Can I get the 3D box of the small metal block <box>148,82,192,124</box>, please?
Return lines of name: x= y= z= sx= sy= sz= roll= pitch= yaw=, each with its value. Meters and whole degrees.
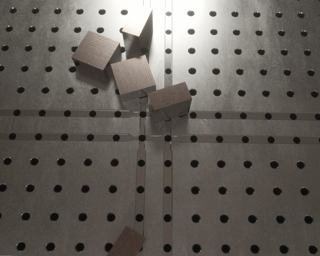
small metal block: x=0.012 y=-0.032 z=0.410 sx=0.050 sy=0.050 sz=0.025 roll=-18 pitch=71 yaw=-7

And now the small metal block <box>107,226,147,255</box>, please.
small metal block: x=-0.039 y=0.139 z=0.347 sx=0.025 sy=0.050 sz=0.050 roll=31 pitch=73 yaw=10

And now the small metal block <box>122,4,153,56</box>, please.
small metal block: x=-0.031 y=-0.141 z=0.450 sx=0.025 sy=0.050 sz=0.050 roll=20 pitch=71 yaw=7

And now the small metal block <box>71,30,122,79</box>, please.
small metal block: x=-0.091 y=-0.106 z=0.450 sx=0.050 sy=0.025 sz=0.050 roll=23 pitch=71 yaw=8

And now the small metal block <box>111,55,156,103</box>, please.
small metal block: x=-0.037 y=-0.069 z=0.437 sx=0.050 sy=0.025 sz=0.050 roll=-17 pitch=71 yaw=-7
